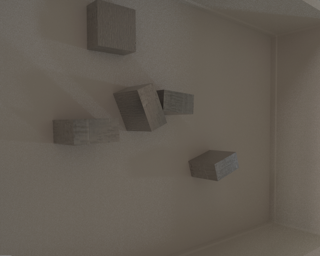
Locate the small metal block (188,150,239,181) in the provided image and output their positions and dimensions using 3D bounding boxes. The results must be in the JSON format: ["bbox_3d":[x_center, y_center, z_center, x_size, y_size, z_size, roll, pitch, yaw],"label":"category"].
[{"bbox_3d":[0.079,0.054,0.457,0.050,0.050,0.025,-21,104,-38],"label":"small metal block"}]

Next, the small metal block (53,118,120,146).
[{"bbox_3d":[-0.078,0.003,0.325,0.050,0.050,0.025,-4,93,-40],"label":"small metal block"}]

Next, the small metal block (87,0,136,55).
[{"bbox_3d":[-0.056,-0.114,0.359,0.050,0.025,0.050,-1,91,-40],"label":"small metal block"}]

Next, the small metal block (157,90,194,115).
[{"bbox_3d":[0.007,-0.031,0.396,0.050,0.050,0.025,4,88,-40],"label":"small metal block"}]

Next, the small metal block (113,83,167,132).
[{"bbox_3d":[-0.024,-0.024,0.370,0.025,0.050,0.050,-30,109,-36],"label":"small metal block"}]
